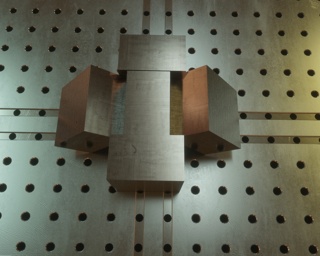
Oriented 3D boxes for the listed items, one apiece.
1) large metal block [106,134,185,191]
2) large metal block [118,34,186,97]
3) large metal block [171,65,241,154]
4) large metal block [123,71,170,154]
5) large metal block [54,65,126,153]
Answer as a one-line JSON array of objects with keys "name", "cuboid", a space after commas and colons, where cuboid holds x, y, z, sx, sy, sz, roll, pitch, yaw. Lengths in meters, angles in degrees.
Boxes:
[{"name": "large metal block", "cuboid": [-0.015, 0.044, 0.365, 0.081, 0.080, 0.050, 1, 70, 0]}, {"name": "large metal block", "cuboid": [-0.009, -0.078, 0.410, 0.081, 0.080, 0.050, 1, 70, 0]}, {"name": "large metal block", "cuboid": [0.057, -0.018, 0.381, 0.050, 0.080, 0.080, -14, 65, 35]}, {"name": "large metal block", "cuboid": [-0.014, -0.016, 0.387, 0.050, 0.080, 0.080, 1, 70, 0]}, {"name": "large metal block", "cuboid": [-0.085, -0.019, 0.382, 0.050, 0.080, 0.080, 16, 66, -37]}]
